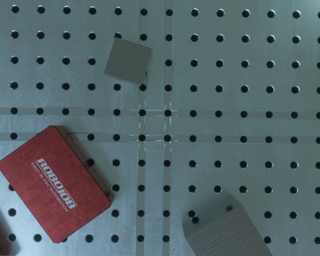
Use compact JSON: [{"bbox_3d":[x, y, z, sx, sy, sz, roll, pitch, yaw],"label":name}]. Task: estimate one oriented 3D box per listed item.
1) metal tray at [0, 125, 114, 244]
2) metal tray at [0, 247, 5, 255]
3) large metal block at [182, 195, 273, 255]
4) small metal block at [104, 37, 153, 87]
[{"bbox_3d":[-0.135,0.072,0.409,0.090,0.030,0.130,-36,90,-1],"label":"metal tray"},{"bbox_3d":[-0.285,0.175,0.407,0.130,0.030,0.090,-28,90,-1],"label":"metal tray"},{"bbox_3d":[0.086,0.147,0.402,0.080,0.050,0.080,-31,90,0],"label":"large metal block"},{"bbox_3d":[-0.041,-0.087,0.413,0.050,0.025,0.050,17,90,-1],"label":"small metal block"}]
